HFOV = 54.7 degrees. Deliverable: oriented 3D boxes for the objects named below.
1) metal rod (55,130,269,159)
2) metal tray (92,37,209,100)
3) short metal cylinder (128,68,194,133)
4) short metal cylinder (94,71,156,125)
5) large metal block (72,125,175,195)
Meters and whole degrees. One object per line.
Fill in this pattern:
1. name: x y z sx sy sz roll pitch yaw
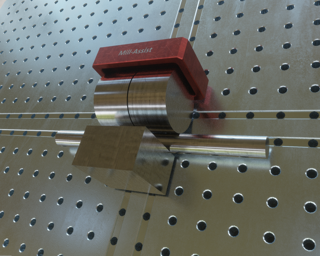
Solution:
1. metal rod: -0.018 0.018 0.401 0.300 0.025 0.025 1 62 28
2. metal tray: -0.012 -0.072 0.412 0.130 0.090 0.030 1 63 29
3. short metal cylinder: 0.004 -0.034 0.388 0.050 0.080 0.080 2 63 29
4. short metal cylinder: -0.042 -0.034 0.412 0.050 0.080 0.080 1 62 28
5. large metal block: -0.040 0.038 0.365 0.080 0.080 0.050 1 62 28
